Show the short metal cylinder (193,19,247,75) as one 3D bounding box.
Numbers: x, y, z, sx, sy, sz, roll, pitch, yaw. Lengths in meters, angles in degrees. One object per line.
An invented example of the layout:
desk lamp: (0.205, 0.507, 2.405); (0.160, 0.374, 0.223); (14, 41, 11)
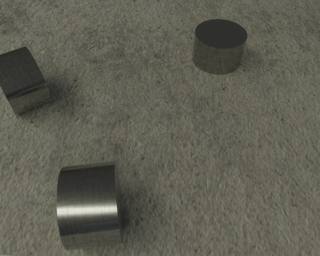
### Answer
short metal cylinder: (0.095, -0.131, 0.499); (0.081, 0.050, 0.080); (0, 50, 0)

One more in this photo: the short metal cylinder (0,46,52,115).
short metal cylinder: (-0.189, -0.064, 0.419); (0.050, 0.080, 0.080); (-28, 56, -22)

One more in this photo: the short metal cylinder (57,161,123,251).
short metal cylinder: (-0.065, 0.075, 0.304); (0.050, 0.080, 0.080); (-6, 50, -5)
